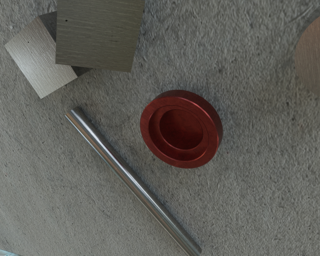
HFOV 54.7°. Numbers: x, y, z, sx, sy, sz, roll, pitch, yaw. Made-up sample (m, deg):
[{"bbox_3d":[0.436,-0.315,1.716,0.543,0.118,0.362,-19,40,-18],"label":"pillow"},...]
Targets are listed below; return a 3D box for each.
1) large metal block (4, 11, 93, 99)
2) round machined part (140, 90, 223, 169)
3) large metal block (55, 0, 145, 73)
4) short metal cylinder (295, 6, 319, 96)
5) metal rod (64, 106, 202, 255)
[{"bbox_3d":[-0.139,-0.095,0.403,0.080,0.050,0.080,-20,108,35],"label":"large metal block"},{"bbox_3d":[0.029,-0.002,0.378,0.098,0.042,0.097,13,124,20],"label":"round machined part"},{"bbox_3d":[-0.067,-0.111,0.331,0.081,0.050,0.079,4,128,-17],"label":"large metal block"},{"bbox_3d":[0.160,-0.069,0.264,0.080,0.050,0.079,13,124,20],"label":"short metal cylinder"},{"bbox_3d":[-0.037,0.089,0.479,0.025,0.025,0.300,-33,100,38],"label":"metal rod"}]
